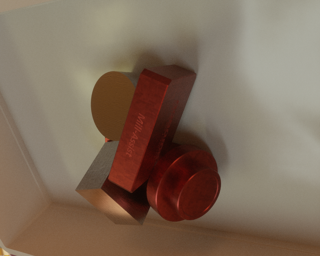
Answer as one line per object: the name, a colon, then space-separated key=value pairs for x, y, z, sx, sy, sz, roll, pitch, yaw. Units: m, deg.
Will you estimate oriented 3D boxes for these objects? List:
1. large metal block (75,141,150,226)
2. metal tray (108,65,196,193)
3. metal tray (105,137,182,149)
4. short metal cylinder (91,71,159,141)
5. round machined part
large metal block: x=-0.049 y=0.071 z=0.410 sx=0.050 sy=0.080 sz=0.080 roll=-13 pitch=128 yaw=39
metal tray: x=-0.007 y=-0.003 z=0.345 sx=0.030 sy=0.090 sz=0.129 roll=26 pitch=112 yaw=16
metal tray: x=-0.014 y=0.057 z=0.443 sx=0.130 sy=0.030 sz=0.089 roll=16 pitch=125 yaw=18
short metal cylinder: x=-0.037 y=-0.027 z=0.373 sx=0.080 sy=0.050 sz=0.079 roll=5 pitch=99 yaw=38
round machined part: x=0.036 y=0.073 z=0.380 sx=0.042 sy=0.099 sz=0.097 roll=29 pitch=136 yaw=49
